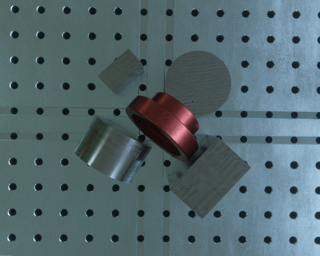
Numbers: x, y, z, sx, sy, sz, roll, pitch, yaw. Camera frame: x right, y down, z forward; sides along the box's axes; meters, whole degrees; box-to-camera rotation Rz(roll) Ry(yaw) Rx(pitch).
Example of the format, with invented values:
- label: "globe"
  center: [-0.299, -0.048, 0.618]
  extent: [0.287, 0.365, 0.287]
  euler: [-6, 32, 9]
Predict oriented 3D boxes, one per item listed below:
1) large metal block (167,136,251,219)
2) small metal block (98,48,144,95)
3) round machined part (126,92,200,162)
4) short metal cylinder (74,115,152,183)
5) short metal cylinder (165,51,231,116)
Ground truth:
- label: "large metal block"
  center: [0.056, 0.056, 0.387]
  extent: [0.050, 0.080, 0.080]
  euler: [43, 90, -1]
- label: "small metal block"
  center: [-0.049, -0.071, 0.400]
  extent: [0.050, 0.050, 0.025]
  euler: [-42, 90, 0]
- label: "round machined part"
  center: [0.009, -0.006, 0.377]
  extent: [0.098, 0.098, 0.042]
  euler: [41, 78, -1]
- label: "short metal cylinder"
  center: [-0.057, 0.026, 0.385]
  extent: [0.080, 0.080, 0.050]
  euler: [31, 90, -1]
- label: "short metal cylinder"
  center: [0.046, -0.054, 0.401]
  extent: [0.081, 0.050, 0.079]
  euler: [0, 90, -1]
